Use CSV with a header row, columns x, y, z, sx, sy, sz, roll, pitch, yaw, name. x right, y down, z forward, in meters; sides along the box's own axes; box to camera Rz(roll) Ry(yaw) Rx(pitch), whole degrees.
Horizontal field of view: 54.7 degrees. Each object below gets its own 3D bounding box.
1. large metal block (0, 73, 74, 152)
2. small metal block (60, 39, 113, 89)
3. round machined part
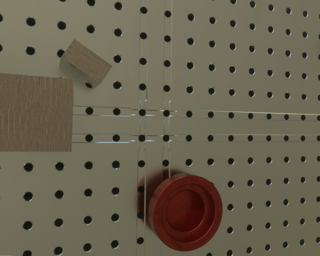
x,y,z,sx,sy,sz,roll,pitch,yaw,name
-0.142,-0.015,0.347,0.081,0.050,0.079,2,90,-20,large metal block
-0.089,-0.074,0.367,0.050,0.050,0.025,34,79,-17,small metal block
0.031,0.109,0.416,0.099,0.042,0.097,0,90,-21,round machined part
